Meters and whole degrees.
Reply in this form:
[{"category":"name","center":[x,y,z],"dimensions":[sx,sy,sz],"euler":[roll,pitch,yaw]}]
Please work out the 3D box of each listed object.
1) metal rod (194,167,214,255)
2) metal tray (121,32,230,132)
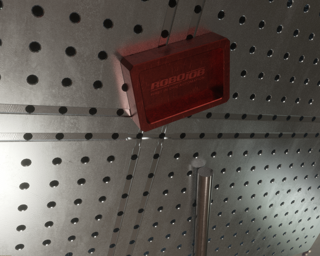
[{"category":"metal rod","center":[0.078,0.195,0.577],"dimensions":[0.025,0.025,0.298],"euler":[-16,125,-20]},{"category":"metal tray","center":[0.025,-0.058,0.387],"dimensions":[0.131,0.030,0.089],"euler":[-20,127,-17]}]
